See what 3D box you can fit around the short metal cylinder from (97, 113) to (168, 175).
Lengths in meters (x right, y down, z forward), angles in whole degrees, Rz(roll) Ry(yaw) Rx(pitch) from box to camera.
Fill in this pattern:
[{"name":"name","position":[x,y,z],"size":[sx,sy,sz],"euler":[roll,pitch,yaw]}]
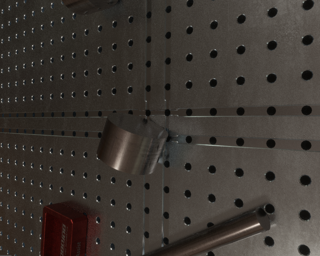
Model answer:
[{"name":"short metal cylinder","position":[-0.036,0.019,0.401],"size":[0.080,0.081,0.050],"euler":[31,109,35]}]

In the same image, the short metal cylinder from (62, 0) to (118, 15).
[{"name":"short metal cylinder","position":[-0.105,-0.213,0.457],"size":[0.050,0.081,0.079],"euler":[4,92,40]}]

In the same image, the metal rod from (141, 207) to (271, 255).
[{"name":"metal rod","position":[0.006,0.168,0.402],"size":[0.299,0.025,0.025],"euler":[-36,68,33]}]

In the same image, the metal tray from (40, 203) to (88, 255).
[{"name":"metal tray","position":[-0.171,0.208,0.543],"size":[0.090,0.030,0.129],"euler":[8,95,39]}]
